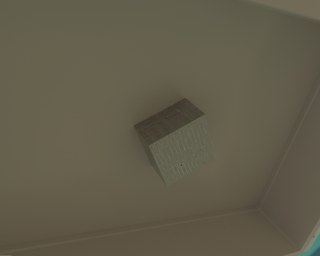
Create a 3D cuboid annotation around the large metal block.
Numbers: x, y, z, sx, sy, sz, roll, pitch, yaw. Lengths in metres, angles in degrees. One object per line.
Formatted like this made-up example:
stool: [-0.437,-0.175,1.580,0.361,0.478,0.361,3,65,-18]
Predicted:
large metal block: [0.022,0.019,0.418,0.080,0.050,0.080,-29,129,-10]
